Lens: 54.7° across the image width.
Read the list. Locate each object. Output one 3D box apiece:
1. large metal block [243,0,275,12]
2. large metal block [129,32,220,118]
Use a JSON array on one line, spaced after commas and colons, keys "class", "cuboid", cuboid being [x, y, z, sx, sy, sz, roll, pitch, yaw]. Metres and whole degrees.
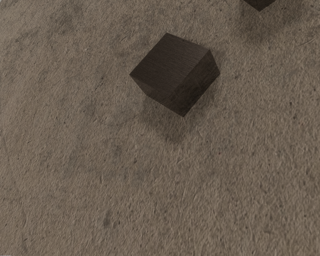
[{"class": "large metal block", "cuboid": [0.150, -0.226, 0.428, 0.080, 0.080, 0.050, -35, 52, 5]}, {"class": "large metal block", "cuboid": [0.020, -0.074, 0.421, 0.080, 0.050, 0.080, 34, 81, 38]}]
